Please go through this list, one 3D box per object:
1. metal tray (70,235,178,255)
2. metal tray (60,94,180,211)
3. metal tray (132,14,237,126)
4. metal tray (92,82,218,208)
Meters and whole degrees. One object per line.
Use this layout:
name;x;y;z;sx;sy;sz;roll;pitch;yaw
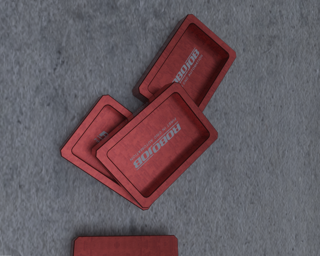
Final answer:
metal tray;-0.042;0.179;0.376;0.131;0.030;0.090;7;68;-20
metal tray;-0.046;0.031;0.390;0.130;0.030;0.090;38;78;-17
metal tray;0.035;-0.075;0.420;0.090;0.030;0.130;36;78;-17
metal tray;-0.003;0.018;0.373;0.130;0.030;0.090;-43;104;-15
